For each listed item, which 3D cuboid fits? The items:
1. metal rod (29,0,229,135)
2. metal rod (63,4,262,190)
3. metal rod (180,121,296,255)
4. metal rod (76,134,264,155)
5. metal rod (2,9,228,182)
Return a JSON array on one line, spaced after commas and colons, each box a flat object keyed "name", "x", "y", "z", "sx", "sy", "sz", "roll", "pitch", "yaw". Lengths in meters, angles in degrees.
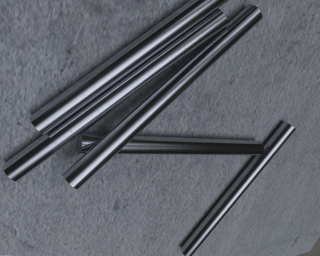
[{"name": "metal rod", "x": -0.012, "y": -0.093, "z": 0.343, "sx": 0.301, "sy": 0.025, "sz": 0.025, "roll": -37, "pitch": 130, "yaw": -4}, {"name": "metal rod", "x": 0.008, "y": -0.041, "z": 0.367, "sx": 0.300, "sy": 0.025, "sz": 0.025, "roll": -43, "pitch": 130, "yaw": -7}, {"name": "metal rod", "x": 0.135, "y": 0.114, "z": 0.553, "sx": 0.025, "sy": 0.025, "sz": 0.299, "roll": 28, "pitch": 103, "yaw": -38}, {"name": "metal rod", "x": 0.035, "y": 0.026, "z": 0.443, "sx": 0.303, "sy": 0.025, "sz": 0.025, "roll": 3, "pitch": 117, "yaw": -30}, {"name": "metal rod", "x": -0.047, "y": -0.041, "z": 0.356, "sx": 0.301, "sy": 0.025, "sz": 0.025, "roll": -37, "pitch": 130, "yaw": -4}]
